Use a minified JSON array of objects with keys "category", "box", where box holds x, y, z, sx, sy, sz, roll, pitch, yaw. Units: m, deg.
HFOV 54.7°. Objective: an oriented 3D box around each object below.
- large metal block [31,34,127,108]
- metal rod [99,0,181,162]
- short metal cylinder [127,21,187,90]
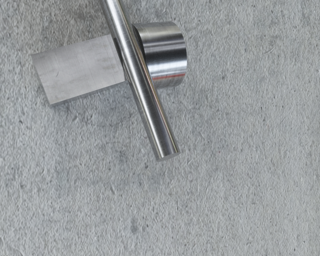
[{"category":"large metal block","box":[-0.092,-0.060,0.346,0.081,0.080,0.050,-21,97,-19]},{"category":"metal rod","box":[-0.042,-0.107,0.338,0.025,0.025,0.299,-15,74,-20]},{"category":"short metal cylinder","box":[-0.009,-0.086,0.375,0.050,0.080,0.080,-12,94,-23]}]
